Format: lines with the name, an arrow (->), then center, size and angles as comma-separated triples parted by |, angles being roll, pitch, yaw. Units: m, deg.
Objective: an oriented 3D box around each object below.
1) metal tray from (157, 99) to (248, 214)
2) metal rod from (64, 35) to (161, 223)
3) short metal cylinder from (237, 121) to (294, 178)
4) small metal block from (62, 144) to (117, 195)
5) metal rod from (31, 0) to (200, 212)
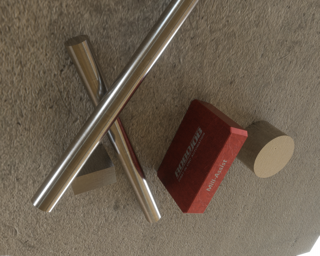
metal tray -> 0.051, 0.038, 0.417 | 0.030, 0.090, 0.129 | 13, 112, -34
metal rod -> -0.047, 0.026, 0.398 | 0.025, 0.025, 0.299 | -27, 128, -12
short metal cylinder -> 0.170, 0.034, 0.508 | 0.081, 0.050, 0.079 | -14, 125, -21
small metal block -> -0.086, 0.049, 0.375 | 0.050, 0.050, 0.025 | -15, 125, -21
metal rod -> -0.040, -0.041, 0.331 | 0.025, 0.025, 0.299 | 36, 89, -39
